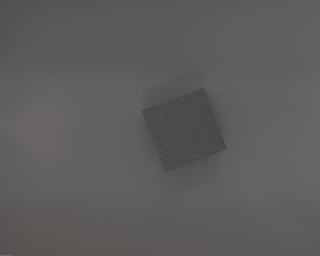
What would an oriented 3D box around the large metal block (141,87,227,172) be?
[{"bbox_3d":[0.029,0.002,0.399,0.080,0.050,0.080,-21,90,0],"label":"large metal block"}]
